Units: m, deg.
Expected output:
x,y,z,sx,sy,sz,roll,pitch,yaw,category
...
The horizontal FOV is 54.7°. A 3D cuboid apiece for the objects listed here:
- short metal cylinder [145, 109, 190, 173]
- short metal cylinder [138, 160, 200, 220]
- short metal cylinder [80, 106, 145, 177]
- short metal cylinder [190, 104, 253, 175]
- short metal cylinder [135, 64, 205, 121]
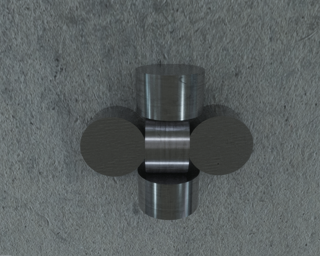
x,y,z,sx,sy,sz,roll,pitch,yaw,category
0.008,0.016,0.388,0.050,0.080,0.079,1,110,0,short metal cylinder
0.011,0.077,0.411,0.081,0.080,0.050,0,110,0,short metal cylinder
-0.058,0.016,0.403,0.081,0.050,0.079,0,110,-1,short metal cylinder
0.074,0.014,0.403,0.081,0.050,0.079,0,111,0,short metal cylinder
0.012,-0.045,0.366,0.081,0.080,0.050,0,110,0,short metal cylinder
